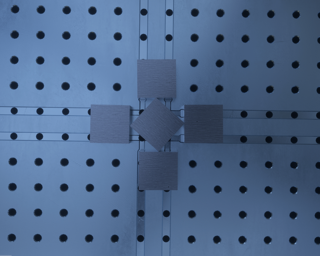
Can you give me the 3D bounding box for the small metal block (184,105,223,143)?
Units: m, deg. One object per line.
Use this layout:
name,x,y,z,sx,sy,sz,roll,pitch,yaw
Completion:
small metal block,0.057,-0.005,0.414,0.050,0.025,0.050,0,90,-1

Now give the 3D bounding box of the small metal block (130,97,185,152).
small metal block,-0.004,-0.005,0.413,0.050,0.025,0.050,42,90,-1

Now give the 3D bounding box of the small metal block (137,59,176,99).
small metal block,-0.004,-0.064,0.413,0.050,0.025,0.050,-1,90,-1

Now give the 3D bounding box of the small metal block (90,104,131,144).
small metal block,-0.065,-0.005,0.412,0.050,0.025,0.050,1,90,-1

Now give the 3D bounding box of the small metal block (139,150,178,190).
small metal block,-0.002,0.056,0.413,0.050,0.025,0.050,0,90,-1
